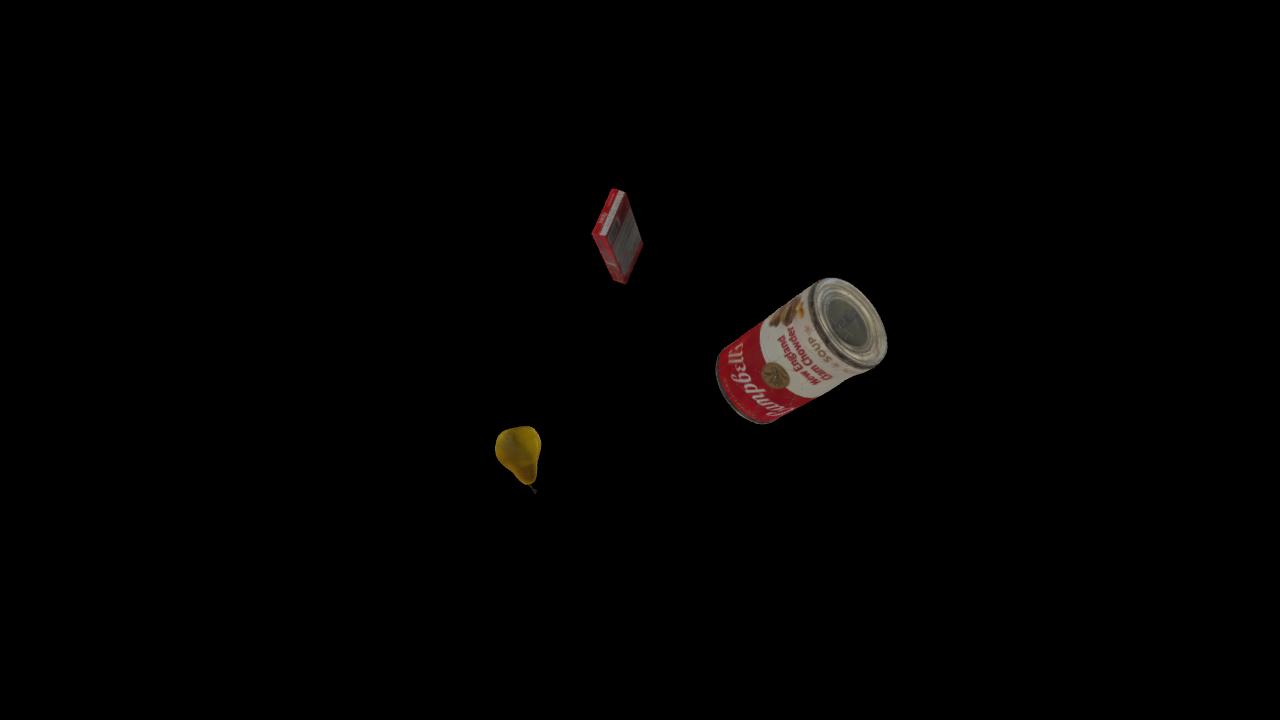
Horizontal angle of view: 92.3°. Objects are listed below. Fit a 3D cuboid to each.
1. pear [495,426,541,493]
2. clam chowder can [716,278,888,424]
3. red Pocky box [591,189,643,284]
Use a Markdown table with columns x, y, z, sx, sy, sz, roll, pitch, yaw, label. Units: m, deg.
| x | y | z | sx | sy | sz | roll | pitch | yaw | label |
| --- | --- | --- | --- | --- | --- | --- | --- | --- | --- |
| -0.192 | 0.164 | 0.995 | 0.080 | 0.111 | 0.080 | -13 | -7 | -2 | pear |
| 0.110 | -0.004 | 0.430 | 0.068 | 0.068 | 0.102 | 0 | -25 | -34 | clam chowder can |
| -0.033 | -0.190 | 0.972 | 0.028 | 0.083 | 0.155 | 17 | -16 | 16 | red Pocky box |
